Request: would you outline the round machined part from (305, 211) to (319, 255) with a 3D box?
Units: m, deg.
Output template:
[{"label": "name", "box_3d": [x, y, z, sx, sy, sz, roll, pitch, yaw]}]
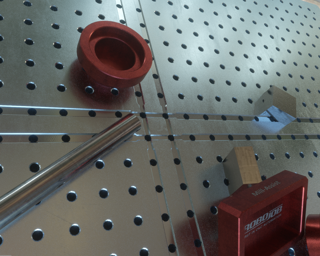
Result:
[{"label": "round machined part", "box_3d": [0.224, 0.149, 0.409, 0.098, 0.042, 0.098, 21, 63, -49]}]

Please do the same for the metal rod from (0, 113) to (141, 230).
[{"label": "metal rod", "box_3d": [-0.127, 0.064, 0.300, 0.025, 0.025, 0.302, 48, 51, 5]}]

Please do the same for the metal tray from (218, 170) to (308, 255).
[{"label": "metal tray", "box_3d": [0.126, 0.113, 0.371, 0.131, 0.030, 0.089, -15, 109, -34]}]

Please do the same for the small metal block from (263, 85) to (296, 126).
[{"label": "small metal block", "box_3d": [0.211, -0.040, 0.546, 0.050, 0.025, 0.050, 27, 52, -12]}]

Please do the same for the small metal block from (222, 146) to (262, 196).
[{"label": "small metal block", "box_3d": [0.107, 0.058, 0.411, 0.025, 0.050, 0.050, -2, 62, -10]}]

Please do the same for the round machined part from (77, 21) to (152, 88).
[{"label": "round machined part", "box_3d": [-0.063, -0.094, 0.420, 0.099, 0.042, 0.098, 14, 56, -21]}]
